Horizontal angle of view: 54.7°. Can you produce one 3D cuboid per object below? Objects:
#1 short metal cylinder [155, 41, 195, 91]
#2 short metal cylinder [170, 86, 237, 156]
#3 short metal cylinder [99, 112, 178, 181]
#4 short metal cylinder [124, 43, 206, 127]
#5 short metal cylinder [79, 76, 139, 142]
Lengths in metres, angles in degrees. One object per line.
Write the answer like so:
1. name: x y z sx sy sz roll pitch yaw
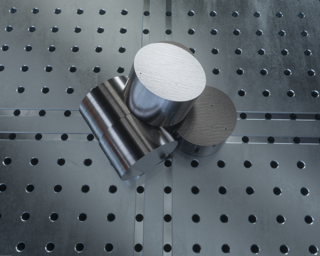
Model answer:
1. short metal cylinder: 0.009 -0.071 0.423 0.081 0.050 0.080 0 70 0
2. short metal cylinder: 0.054 -0.008 0.401 0.081 0.050 0.080 0 70 0
3. short metal cylinder: -0.026 0.020 0.375 0.080 0.080 0.050 -32 74 -11
4. short metal cylinder: 0.004 -0.048 0.348 0.081 0.050 0.080 10 56 -15
5. short metal cylinder: -0.053 -0.020 0.389 0.080 0.080 0.050 -32 74 -11
